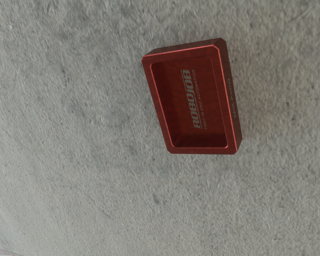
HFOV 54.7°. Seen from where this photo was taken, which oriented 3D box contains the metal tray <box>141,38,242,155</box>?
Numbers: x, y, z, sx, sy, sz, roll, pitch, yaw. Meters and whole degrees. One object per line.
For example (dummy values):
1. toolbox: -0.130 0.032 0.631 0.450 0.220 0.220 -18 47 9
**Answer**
1. metal tray: 0.040 -0.031 0.362 0.090 0.030 0.129 -2 118 28
